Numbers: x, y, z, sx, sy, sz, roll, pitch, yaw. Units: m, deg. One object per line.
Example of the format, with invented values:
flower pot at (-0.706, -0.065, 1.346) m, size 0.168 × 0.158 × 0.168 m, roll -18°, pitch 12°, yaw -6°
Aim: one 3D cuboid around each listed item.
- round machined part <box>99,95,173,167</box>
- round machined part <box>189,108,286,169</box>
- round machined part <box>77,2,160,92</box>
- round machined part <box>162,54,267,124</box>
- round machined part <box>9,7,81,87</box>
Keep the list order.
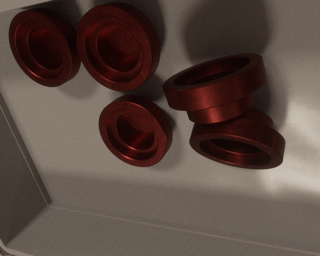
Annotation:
round machined part at (-0.028, 0.000, 0.411) m, size 0.098 × 0.042 × 0.097 m, roll 13°, pitch 124°, yaw 20°
round machined part at (0.085, 0.008, 0.338) m, size 0.098 × 0.042 × 0.098 m, roll 15°, pitch 160°, yaw 6°
round machined part at (-0.044, -0.095, 0.360) m, size 0.098 × 0.042 × 0.097 m, roll 13°, pitch 124°, yaw 20°
round machined part at (0.056, -0.037, 0.308) m, size 0.098 × 0.098 × 0.042 m, roll -7°, pitch 114°, yaw 31°
round machined part at (-0.143, -0.107, 0.405) m, size 0.098 × 0.042 × 0.097 m, roll 13°, pitch 124°, yaw 20°
